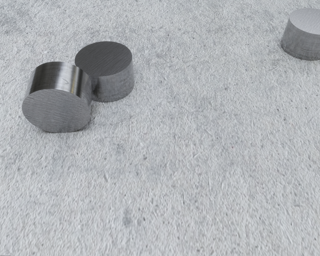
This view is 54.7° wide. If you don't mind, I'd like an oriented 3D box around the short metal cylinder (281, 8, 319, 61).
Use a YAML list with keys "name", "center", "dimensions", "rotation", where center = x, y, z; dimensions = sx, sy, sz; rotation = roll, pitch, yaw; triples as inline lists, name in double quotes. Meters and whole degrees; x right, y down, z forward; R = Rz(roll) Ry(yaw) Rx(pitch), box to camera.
- name: "short metal cylinder"
  center: [0.252, -0.158, 0.521]
  dimensions: [0.080, 0.050, 0.080]
  rotation: [0, 50, 0]

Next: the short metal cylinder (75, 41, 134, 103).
- name: "short metal cylinder"
  center: [-0.080, -0.083, 0.456]
  dimensions: [0.080, 0.050, 0.080]
  rotation: [0, 50, 0]

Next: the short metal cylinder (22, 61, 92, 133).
- name: "short metal cylinder"
  center: [-0.129, -0.038, 0.398]
  dimensions: [0.081, 0.080, 0.050]
  rotation: [-4, 50, -3]
